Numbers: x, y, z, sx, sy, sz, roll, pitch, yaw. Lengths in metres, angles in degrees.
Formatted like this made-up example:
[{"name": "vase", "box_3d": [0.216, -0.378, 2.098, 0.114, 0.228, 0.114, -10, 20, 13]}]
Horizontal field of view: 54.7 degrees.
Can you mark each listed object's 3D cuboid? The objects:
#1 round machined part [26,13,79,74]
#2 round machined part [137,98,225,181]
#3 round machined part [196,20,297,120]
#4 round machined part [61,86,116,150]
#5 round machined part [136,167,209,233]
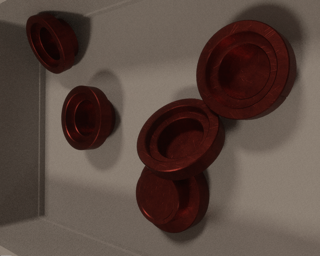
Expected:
[{"name": "round machined part", "box_3d": [-0.175, -0.144, 0.520, 0.098, 0.042, 0.097, 26, 136, 29]}, {"name": "round machined part", "box_3d": [0.027, 0.017, 0.352, 0.098, 0.042, 0.098, -17, 46, 19]}, {"name": "round machined part", "box_3d": [0.090, -0.057, 0.320, 0.098, 0.042, 0.097, 0, 90, 39]}, {"name": "round machined part", "box_3d": [-0.107, -0.015, 0.482, 0.098, 0.042, 0.097, 0, 90, 39]}, {"name": "round machined part", "box_3d": [0.008, 0.082, 0.387, 0.098, 0.042, 0.097, 0, 90, 39]}]
